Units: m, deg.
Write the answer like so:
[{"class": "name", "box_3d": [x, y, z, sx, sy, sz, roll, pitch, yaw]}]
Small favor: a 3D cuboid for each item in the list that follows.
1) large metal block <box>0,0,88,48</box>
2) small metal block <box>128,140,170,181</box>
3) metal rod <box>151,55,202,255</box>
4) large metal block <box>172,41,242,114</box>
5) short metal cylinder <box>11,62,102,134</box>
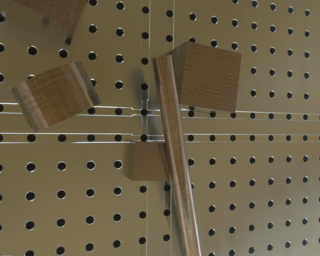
[{"class": "large metal block", "box_3d": [-0.126, -0.136, 0.337, 0.080, 0.080, 0.050, 22, 83, -19]}, {"class": "small metal block", "box_3d": [-0.013, 0.043, 0.408, 0.050, 0.025, 0.050, 4, 89, -20]}, {"class": "metal rod", "box_3d": [0.026, 0.059, 0.399, 0.025, 0.025, 0.298, -14, 104, -20]}, {"class": "large metal block", "box_3d": [0.058, -0.064, 0.421, 0.081, 0.050, 0.080, 8, 88, -20]}, {"class": "short metal cylinder", "box_3d": [-0.112, -0.034, 0.342, 0.081, 0.080, 0.050, -27, 99, -18]}]
